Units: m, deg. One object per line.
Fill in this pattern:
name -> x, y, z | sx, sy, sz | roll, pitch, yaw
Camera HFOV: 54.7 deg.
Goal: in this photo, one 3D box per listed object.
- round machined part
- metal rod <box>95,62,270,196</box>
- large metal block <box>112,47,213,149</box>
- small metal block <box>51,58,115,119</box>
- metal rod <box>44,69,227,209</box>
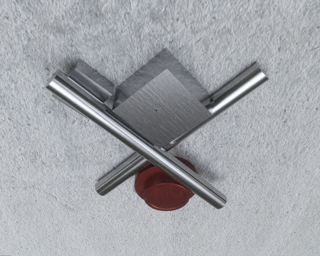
round machined part -> 0.010, 0.091, 0.474 | 0.099, 0.042, 0.097 | -1, 130, 0
metal rod -> 0.013, 0.015, 0.424 | 0.299, 0.025, 0.025 | -37, 121, 27
large metal block -> 0.003, -0.033, 0.366 | 0.080, 0.050, 0.080 | -34, 123, 25
small metal block -> -0.091, -0.046, 0.370 | 0.050, 0.025, 0.050 | 35, 121, -27
metal rod -> -0.012, 0.030, 0.400 | 0.025, 0.025, 0.301 | -36, 122, 26
